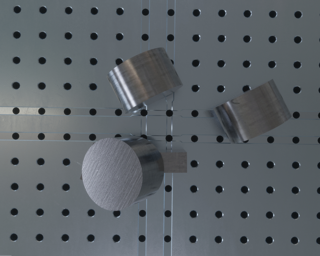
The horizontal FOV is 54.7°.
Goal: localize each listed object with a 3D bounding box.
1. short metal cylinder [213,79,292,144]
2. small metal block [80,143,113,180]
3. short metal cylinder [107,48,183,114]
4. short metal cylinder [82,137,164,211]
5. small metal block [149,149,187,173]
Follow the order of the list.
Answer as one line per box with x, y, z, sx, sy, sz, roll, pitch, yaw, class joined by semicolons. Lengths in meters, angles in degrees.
0.114;-0.021;0.387;0.080;0.080;0.050;-27;90;0;short metal cylinder
-0.071;0.051;0.413;0.050;0.025;0.050;20;90;0;small metal block
-0.018;-0.058;0.386;0.080;0.080;0.050;-26;90;0;short metal cylinder
-0.042;0.050;0.360;0.080;0.050;0.079;0;91;27;short metal cylinder
0.008;0.042;0.401;0.050;0.050;0.025;0;90;0;small metal block
